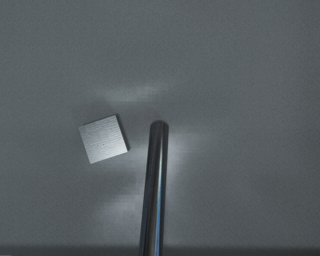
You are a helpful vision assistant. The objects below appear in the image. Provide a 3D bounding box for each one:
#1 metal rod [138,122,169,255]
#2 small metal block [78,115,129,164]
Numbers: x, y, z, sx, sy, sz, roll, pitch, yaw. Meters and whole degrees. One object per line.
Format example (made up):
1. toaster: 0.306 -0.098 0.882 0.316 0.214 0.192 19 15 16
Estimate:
1. metal rod: -0.009 0.122 0.329 0.025 0.025 0.300 4 55 0
2. small metal block: -0.074 0.015 0.410 0.050 0.025 0.050 -18 90 -1
